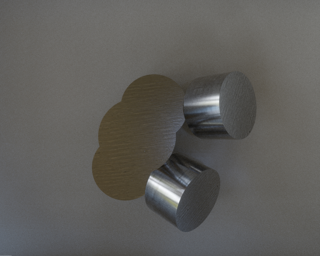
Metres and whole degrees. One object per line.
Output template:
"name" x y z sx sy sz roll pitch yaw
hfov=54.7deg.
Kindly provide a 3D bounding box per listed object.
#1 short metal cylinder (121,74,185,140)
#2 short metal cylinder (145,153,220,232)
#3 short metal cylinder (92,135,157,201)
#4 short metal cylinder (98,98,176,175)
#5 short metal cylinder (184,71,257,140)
"short metal cylinder" -0.007 -0.025 0.397 0.081 0.050 0.079 0 90 -1
"short metal cylinder" 0.028 0.077 0.376 0.050 0.080 0.080 24 90 40
"short metal cylinder" -0.042 0.047 0.397 0.081 0.050 0.079 0 90 -1
"short metal cylinder" -0.024 0.008 0.346 0.081 0.050 0.079 0 90 -1
"short metal cylinder" 0.075 -0.026 0.378 0.081 0.050 0.079 2 88 -44
